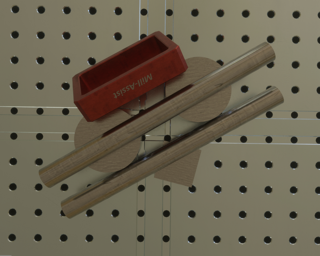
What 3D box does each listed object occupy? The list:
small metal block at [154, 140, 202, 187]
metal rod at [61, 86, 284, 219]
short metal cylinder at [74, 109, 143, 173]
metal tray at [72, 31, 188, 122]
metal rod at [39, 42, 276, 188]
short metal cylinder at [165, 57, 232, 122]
[{"bbox_3d":[0.023,0.046,0.413,0.050,0.025,0.050,15,90,-1],"label":"small metal block"},{"bbox_3d":[0.016,0.030,0.387,0.301,0.025,0.025,-29,90,-1],"label":"metal rod"},{"bbox_3d":[-0.064,0.014,0.400,0.081,0.050,0.079,0,90,-1],"label":"short metal cylinder"},{"bbox_3d":[-0.041,-0.067,0.379,0.130,0.090,0.030,-29,122,-1],"label":"metal tray"},{"bbox_3d":[-0.003,-0.016,0.362,0.301,0.025,0.025,-30,90,-1],"label":"metal rod"},{"bbox_3d":[0.047,-0.047,0.402,0.081,0.050,0.079,0,90,-1],"label":"short metal cylinder"}]
